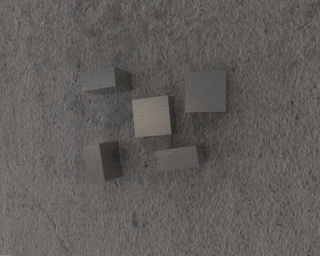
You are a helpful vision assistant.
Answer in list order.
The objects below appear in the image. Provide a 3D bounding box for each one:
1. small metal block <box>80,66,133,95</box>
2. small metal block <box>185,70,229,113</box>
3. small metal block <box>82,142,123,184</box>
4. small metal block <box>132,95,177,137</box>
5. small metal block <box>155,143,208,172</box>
[{"bbox_3d":[-0.072,-0.063,0.421,0.050,0.050,0.025,-6,88,20],"label":"small metal block"},{"bbox_3d":[0.059,-0.044,0.388,0.050,0.025,0.050,0,90,20],"label":"small metal block"},{"bbox_3d":[-0.077,0.046,0.423,0.025,0.050,0.050,-11,86,20],"label":"small metal block"},{"bbox_3d":[-0.007,-0.015,0.411,0.050,0.025,0.050,-6,88,20],"label":"small metal block"},{"bbox_3d":[0.028,0.036,0.386,0.050,0.050,0.025,-10,87,20],"label":"small metal block"}]
